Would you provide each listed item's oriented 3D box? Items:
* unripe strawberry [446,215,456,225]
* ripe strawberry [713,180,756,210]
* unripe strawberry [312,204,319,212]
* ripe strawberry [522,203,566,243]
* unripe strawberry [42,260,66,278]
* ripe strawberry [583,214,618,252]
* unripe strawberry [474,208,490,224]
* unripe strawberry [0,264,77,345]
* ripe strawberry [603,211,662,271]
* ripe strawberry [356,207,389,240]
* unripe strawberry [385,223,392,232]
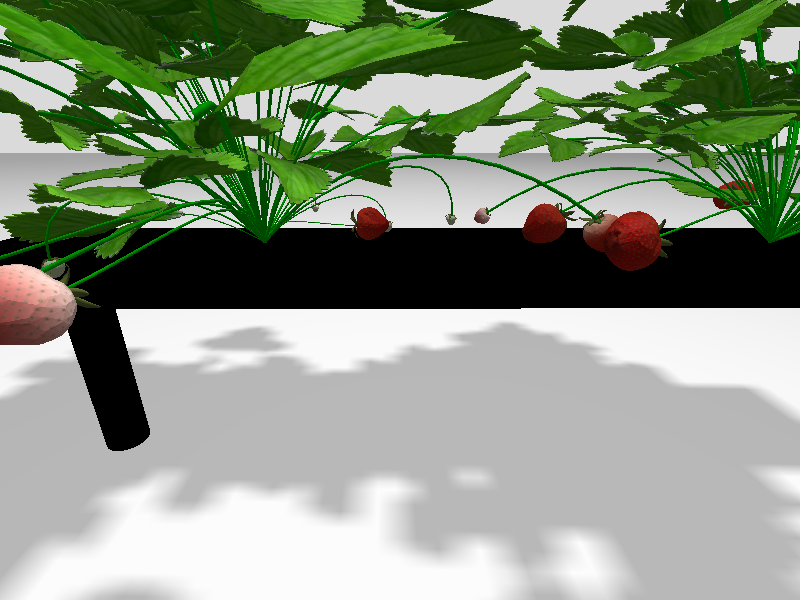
[{"bbox_3d":[0.053,-0.083,0.416,0.010,0.010,0.011,-8,23,-20],"label":"unripe strawberry"},{"bbox_3d":[0.427,-0.134,0.512,0.043,0.037,0.043,12,24,27],"label":"ripe strawberry"},{"bbox_3d":[-0.105,-0.115,0.498,0.009,0.010,0.010,2,22,5],"label":"unripe strawberry"},{"bbox_3d":[0.125,-0.065,0.351,0.035,0.035,0.033,-32,18,12],"label":"ripe strawberry"},{"bbox_3d":[-0.214,-0.019,0.248,0.011,0.011,0.011,17,27,37],"label":"unripe strawberry"},{"bbox_3d":[0.168,-0.053,0.329,0.030,0.031,0.029,-36,14,17],"label":"ripe strawberry"},{"bbox_3d":[0.088,-0.090,0.431,0.016,0.016,0.014,-26,10,27],"label":"unripe strawberry"},{"bbox_3d":[-0.165,0.003,0.170,0.040,0.034,0.040,5,23,12],"label":"unripe strawberry"},{"bbox_3d":[0.156,-0.040,0.274,0.038,0.040,0.035,-10,24,-23],"label":"ripe strawberry"},{"bbox_3d":[-0.025,-0.068,0.357,0.030,0.029,0.033,-1,22,-4],"label":"ripe strawberry"},{"bbox_3d":[-0.012,-0.068,0.370,0.010,0.010,0.009,-4,22,-9],"label":"unripe strawberry"}]
